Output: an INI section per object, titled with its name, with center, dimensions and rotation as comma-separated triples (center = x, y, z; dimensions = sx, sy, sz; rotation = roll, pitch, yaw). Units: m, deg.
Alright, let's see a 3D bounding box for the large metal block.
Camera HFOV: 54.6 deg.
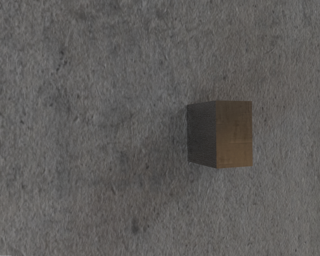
[large metal block]
center = 0.075, 0.007, 0.407
dimensions = 0.050, 0.080, 0.080
rotation = -1, 91, -20
